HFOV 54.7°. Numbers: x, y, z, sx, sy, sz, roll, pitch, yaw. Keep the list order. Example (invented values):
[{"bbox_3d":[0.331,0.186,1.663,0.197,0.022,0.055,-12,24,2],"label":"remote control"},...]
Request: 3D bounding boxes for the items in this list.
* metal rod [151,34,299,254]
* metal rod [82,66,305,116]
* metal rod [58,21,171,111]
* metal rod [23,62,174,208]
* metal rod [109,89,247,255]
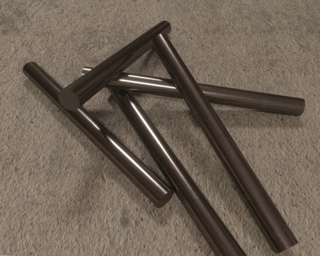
[{"bbox_3d":[0.063,-0.001,0.369,0.025,0.025,0.299,-20,64,-16],"label":"metal rod"},{"bbox_3d":[0.046,-0.050,0.426,0.302,0.025,0.025,8,50,-2],"label":"metal rod"},{"bbox_3d":[-0.043,-0.104,0.437,0.025,0.025,0.301,16,35,13],"label":"metal rod"},{"bbox_3d":[-0.096,-0.007,0.407,0.025,0.025,0.300,-36,59,-26],"label":"metal rod"},{"bbox_3d":[0.007,0.038,0.371,0.025,0.025,0.300,-23,54,-18],"label":"metal rod"}]
